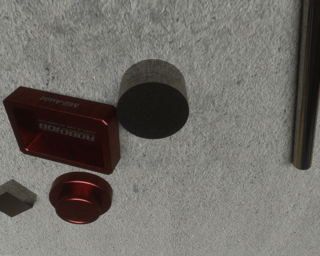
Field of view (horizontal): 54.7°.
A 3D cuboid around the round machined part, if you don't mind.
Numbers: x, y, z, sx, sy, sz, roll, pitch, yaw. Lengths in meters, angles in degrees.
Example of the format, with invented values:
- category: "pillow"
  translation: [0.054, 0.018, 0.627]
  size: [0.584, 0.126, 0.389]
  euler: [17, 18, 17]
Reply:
- category: "round machined part"
  translation: [-0.127, 0.118, 0.494]
  size: [0.099, 0.042, 0.097]
  euler: [-1, 130, 0]

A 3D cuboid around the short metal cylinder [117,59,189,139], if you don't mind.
- category: "short metal cylinder"
  translation: [-0.008, -0.033, 0.363]
  size: [0.081, 0.050, 0.079]
  euler: [-1, 130, 0]

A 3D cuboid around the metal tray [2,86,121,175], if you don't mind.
- category: "metal tray"
  translation: [-0.117, 0.004, 0.382]
  size: [0.131, 0.030, 0.089]
  euler: [12, 131, 11]

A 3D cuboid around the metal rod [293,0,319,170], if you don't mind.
- category: "metal rod"
  translation: [0.175, -0.058, 0.360]
  size: [0.025, 0.025, 0.299]
  euler: [-10, 130, 8]

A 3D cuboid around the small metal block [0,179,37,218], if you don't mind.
- category: "small metal block"
  translation: [-0.239, 0.115, 0.501]
  size: [0.050, 0.025, 0.050]
  euler: [-27, 126, 21]
